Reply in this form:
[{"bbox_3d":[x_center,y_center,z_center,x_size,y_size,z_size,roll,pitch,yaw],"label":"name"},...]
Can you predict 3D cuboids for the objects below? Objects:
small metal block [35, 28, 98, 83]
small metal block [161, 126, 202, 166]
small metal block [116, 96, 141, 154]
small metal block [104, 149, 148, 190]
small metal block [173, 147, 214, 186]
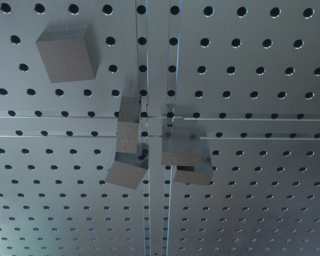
[{"bbox_3d":[-0.101,-0.079,0.343,0.050,0.025,0.050,-5,130,3],"label":"small metal block"},{"bbox_3d":[0.027,0.024,0.415,0.050,0.050,0.025,2,130,-2],"label":"small metal block"},{"bbox_3d":[-0.039,-0.004,0.391,0.025,0.050,0.050,5,130,-5],"label":"small metal block"},{"bbox_3d":[-0.050,0.062,0.464,0.050,0.025,0.050,18,128,-15],"label":"small metal block"},{"bbox_3d":[0.045,0.052,0.439,0.050,0.050,0.025,8,130,-7],"label":"small metal block"}]
